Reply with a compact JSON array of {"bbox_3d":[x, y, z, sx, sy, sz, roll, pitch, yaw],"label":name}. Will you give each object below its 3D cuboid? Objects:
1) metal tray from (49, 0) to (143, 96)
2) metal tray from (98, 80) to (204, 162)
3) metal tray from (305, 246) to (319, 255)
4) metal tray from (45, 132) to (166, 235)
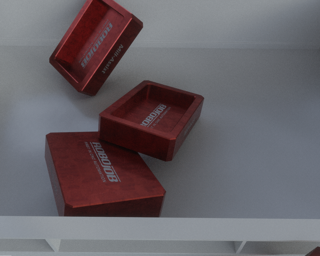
[{"bbox_3d":[-0.096,-0.123,0.450,0.090,0.030,0.130,43,102,26],"label":"metal tray"},{"bbox_3d":[-0.005,-0.016,0.386,0.090,0.030,0.131,18,31,14],"label":"metal tray"},{"bbox_3d":[0.093,0.156,0.209,0.030,0.129,0.090,-1,44,-50],"label":"metal tray"},{"bbox_3d":[-0.062,0.046,0.317,0.091,0.030,0.130,-1,26,-27],"label":"metal tray"}]
